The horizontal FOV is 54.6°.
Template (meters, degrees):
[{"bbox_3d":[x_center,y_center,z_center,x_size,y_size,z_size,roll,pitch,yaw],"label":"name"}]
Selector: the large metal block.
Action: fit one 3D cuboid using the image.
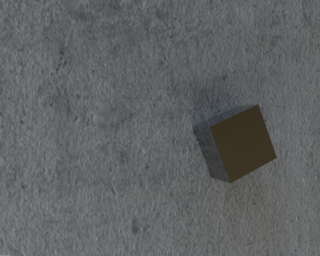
[{"bbox_3d":[0.104,0.020,0.434,0.081,0.050,0.080,-24,98,-18],"label":"large metal block"}]
